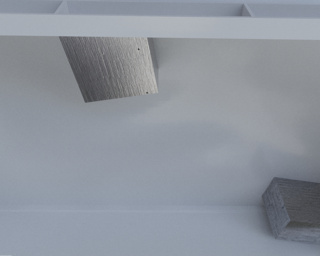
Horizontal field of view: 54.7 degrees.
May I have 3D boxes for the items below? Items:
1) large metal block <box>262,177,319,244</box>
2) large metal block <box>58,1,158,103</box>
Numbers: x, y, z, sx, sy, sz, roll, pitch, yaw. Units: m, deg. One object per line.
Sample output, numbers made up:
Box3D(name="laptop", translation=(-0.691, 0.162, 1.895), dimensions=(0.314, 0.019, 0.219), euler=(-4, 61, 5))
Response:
Box3D(name="large metal block", translation=(0.217, 0.128, 0.484), dimensions=(0.081, 0.080, 0.050), euler=(9, 130, -8))
Box3D(name="large metal block", translation=(-0.048, -0.078, 0.325), dimensions=(0.080, 0.050, 0.080), euler=(-7, 130, 6))
